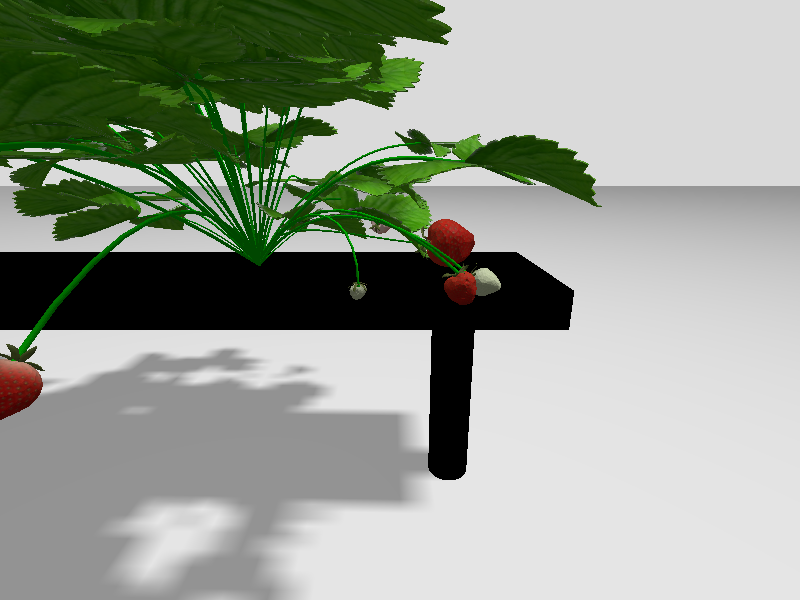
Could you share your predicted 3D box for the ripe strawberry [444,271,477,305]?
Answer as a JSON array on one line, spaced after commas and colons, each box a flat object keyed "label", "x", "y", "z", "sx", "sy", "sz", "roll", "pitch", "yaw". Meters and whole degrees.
[{"label": "ripe strawberry", "x": 0.038, "y": -0.006, "z": 0.245, "sx": 0.021, "sy": 0.020, "sz": 0.019, "roll": -20, "pitch": 2, "yaw": 39}]

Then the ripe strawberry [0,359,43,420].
[{"label": "ripe strawberry", "x": -0.133, "y": 0.030, "z": 0.132, "sx": 0.021, "sy": 0.021, "sz": 0.018, "roll": 1, "pitch": -38, "yaw": 2}]

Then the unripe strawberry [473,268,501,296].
[{"label": "unripe strawberry", "x": 0.057, "y": -0.011, "z": 0.265, "sx": 0.020, "sy": 0.019, "sz": 0.018, "roll": 14, "pitch": 22, "yaw": 24}]

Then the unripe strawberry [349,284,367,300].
[{"label": "unripe strawberry", "x": -0.026, "y": -0.005, "z": 0.248, "sx": 0.011, "sy": 0.010, "sz": 0.010, "roll": -15, "pitch": 23, "yaw": -39}]

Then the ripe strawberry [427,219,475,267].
[{"label": "ripe strawberry", "x": 0.046, "y": -0.051, "z": 0.359, "sx": 0.043, "sy": 0.042, "sz": 0.040, "roll": 0, "pitch": 18, "yaw": -2}]

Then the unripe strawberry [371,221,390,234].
[{"label": "unripe strawberry", "x": -0.024, "y": -0.101, "z": 0.536, "sx": 0.027, "sy": 0.024, "sz": 0.025, "roll": 9, "pitch": 10, "yaw": 26}]
